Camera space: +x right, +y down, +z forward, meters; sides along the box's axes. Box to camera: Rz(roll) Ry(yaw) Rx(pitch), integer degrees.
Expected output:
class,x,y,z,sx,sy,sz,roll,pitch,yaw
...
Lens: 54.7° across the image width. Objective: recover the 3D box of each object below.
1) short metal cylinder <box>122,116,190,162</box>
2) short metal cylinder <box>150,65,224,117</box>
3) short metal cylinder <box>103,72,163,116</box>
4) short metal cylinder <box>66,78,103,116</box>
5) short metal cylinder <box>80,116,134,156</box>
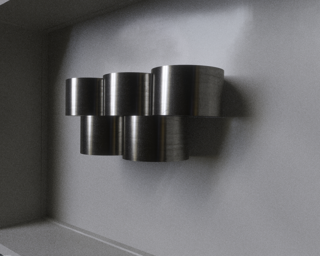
class,x,y,z,sx,sy,sz,roll,pitch,yaw
short metal cylinder,-0.005,0.011,0.373,0.080,0.081,0.050,1,91,40
short metal cylinder,0.030,-0.038,0.344,0.080,0.081,0.050,3,92,40
short metal cylinder,-0.032,-0.040,0.395,0.080,0.081,0.050,1,91,40
short metal cylinder,-0.094,-0.042,0.447,0.080,0.081,0.050,1,91,40
short metal cylinder,-0.068,0.009,0.425,0.080,0.081,0.050,1,91,40
